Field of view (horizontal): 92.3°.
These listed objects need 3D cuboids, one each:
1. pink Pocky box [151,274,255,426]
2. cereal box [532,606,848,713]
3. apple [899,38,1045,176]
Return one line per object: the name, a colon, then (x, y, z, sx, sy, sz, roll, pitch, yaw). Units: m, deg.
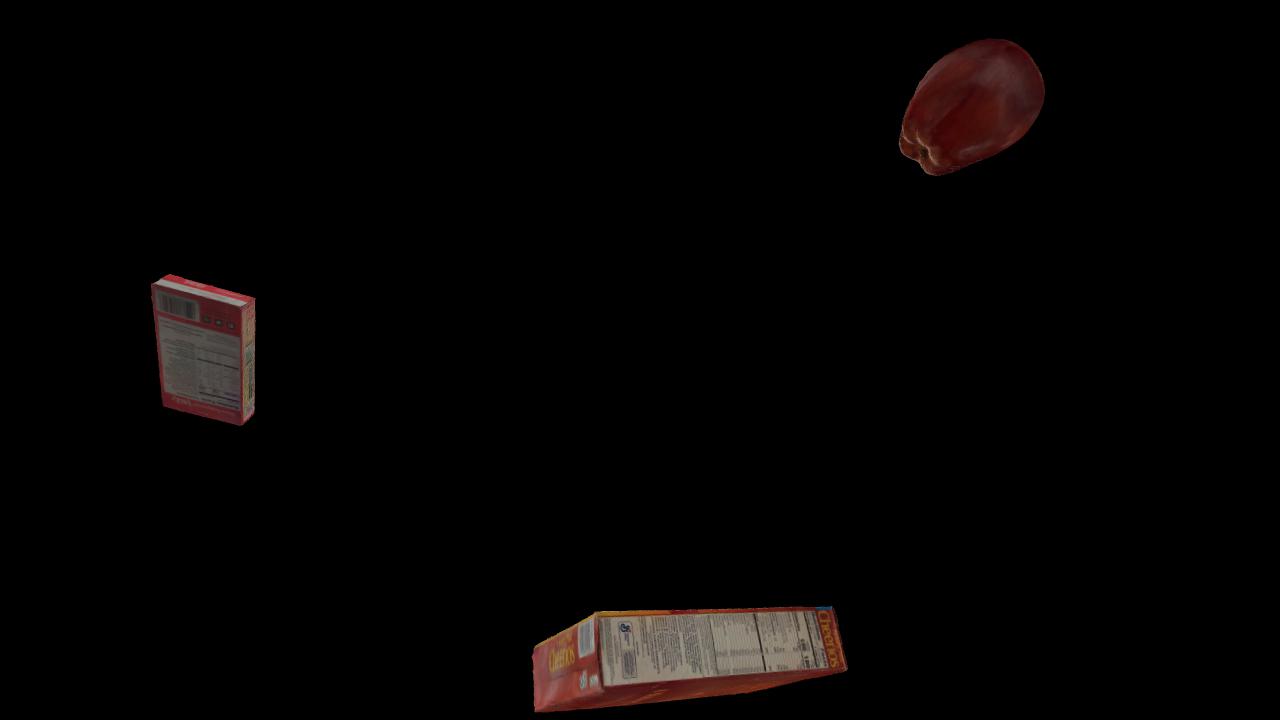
pink Pocky box: (-0.448, -0.006, 0.637, 0.084, 0.155, 0.029, 16, 30, -8)
cereal box: (0.053, 0.343, 0.709, 0.306, 0.081, 0.203, 9, -35, -25)
apple: (0.229, -0.174, 0.427, 0.093, 0.079, 0.079, -41, 3, -4)
